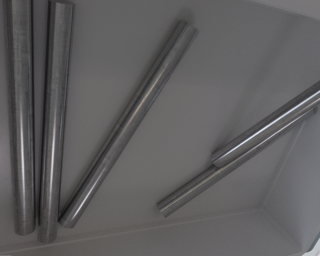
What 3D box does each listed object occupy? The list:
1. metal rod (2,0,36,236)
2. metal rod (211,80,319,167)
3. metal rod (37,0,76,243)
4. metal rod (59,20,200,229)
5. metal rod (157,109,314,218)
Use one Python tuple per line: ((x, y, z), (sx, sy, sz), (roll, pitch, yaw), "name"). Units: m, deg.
((-0.146, -0.003, 0.326), (0.025, 0.025, 0.298), (-4, 120, -27), "metal rod")
((0.182, -0.029, 0.406), (0.025, 0.025, 0.299), (19, 135, -36), "metal rod")
((-0.121, 0.014, 0.350), (0.025, 0.025, 0.298), (-2, 119, -28), "metal rod")
((-0.045, 0.005, 0.386), (0.025, 0.025, 0.299), (24, 105, -37), "metal rod")
((0.127, 0.051, 0.508), (0.301, 0.025, 0.025), (-33, 129, -7), "metal rod")
